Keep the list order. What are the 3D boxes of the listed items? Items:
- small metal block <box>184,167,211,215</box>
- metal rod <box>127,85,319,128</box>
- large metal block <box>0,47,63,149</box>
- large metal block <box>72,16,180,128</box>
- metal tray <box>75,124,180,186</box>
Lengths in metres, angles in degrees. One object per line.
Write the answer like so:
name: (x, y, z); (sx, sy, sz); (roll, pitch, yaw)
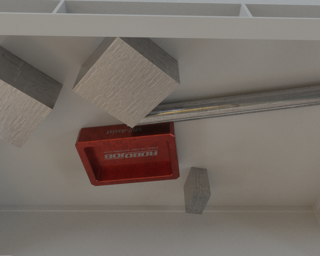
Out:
small metal block: (0.056, 0.096, 0.476); (0.025, 0.050, 0.050); (8, 130, -7)
metal rod: (0.108, -0.030, 0.385); (0.302, 0.025, 0.025); (-7, 130, 5)
large metal block: (-0.175, -0.034, 0.361); (0.080, 0.050, 0.080); (34, 122, -26)
large metal block: (-0.036, -0.058, 0.342); (0.080, 0.050, 0.080); (34, 122, -26)
metal tray: (-0.041, 0.038, 0.437); (0.131, 0.030, 0.089); (-6, 130, 4)
